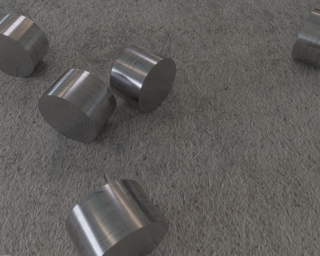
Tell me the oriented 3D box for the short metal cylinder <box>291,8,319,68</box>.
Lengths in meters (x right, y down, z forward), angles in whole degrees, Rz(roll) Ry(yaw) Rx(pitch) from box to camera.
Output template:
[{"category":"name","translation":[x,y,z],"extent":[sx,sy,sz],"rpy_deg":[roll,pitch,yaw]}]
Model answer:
[{"category":"short metal cylinder","translation":[0.251,-0.140,0.486],"extent":[0.050,0.080,0.080],"rpy_deg":[30,56,23]}]

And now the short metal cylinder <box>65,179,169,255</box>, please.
[{"category":"short metal cylinder","translation":[-0.039,0.094,0.288],"extent":[0.081,0.080,0.050],"rpy_deg":[-27,55,-21]}]

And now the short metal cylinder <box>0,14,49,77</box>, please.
[{"category":"short metal cylinder","translation":[-0.218,-0.124,0.470],"extent":[0.080,0.080,0.050],"rpy_deg":[10,51,8]}]

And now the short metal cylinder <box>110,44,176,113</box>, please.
[{"category":"short metal cylinder","translation":[-0.022,-0.068,0.424],"extent":[0.050,0.080,0.080],"rpy_deg":[31,57,23]}]

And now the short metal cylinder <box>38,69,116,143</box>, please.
[{"category":"short metal cylinder","translation":[-0.103,-0.027,0.389],"extent":[0.080,0.080,0.050],"rpy_deg":[17,52,14]}]
